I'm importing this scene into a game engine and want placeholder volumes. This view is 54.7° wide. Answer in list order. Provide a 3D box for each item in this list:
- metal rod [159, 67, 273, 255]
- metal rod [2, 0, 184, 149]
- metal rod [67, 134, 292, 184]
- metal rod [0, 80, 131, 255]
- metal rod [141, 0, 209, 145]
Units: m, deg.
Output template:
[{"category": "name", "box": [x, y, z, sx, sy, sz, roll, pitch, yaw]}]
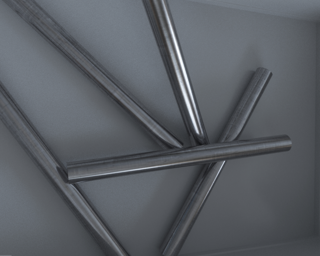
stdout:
[{"category": "metal rod", "box": [0.084, 0.043, 0.441, 0.025, 0.025, 0.300, 34, 79, -17]}, {"category": "metal rod", "box": [-0.083, -0.071, 0.379, 0.300, 0.025, 0.025, 43, 77, -15]}, {"category": "metal rod", "box": [0.038, 0.036, 0.398, 0.302, 0.025, 0.025, -6, 92, -19]}, {"category": "metal rod", "box": [-0.127, 0.046, 0.363, 0.025, 0.025, 0.299, -37, 102, -16]}, {"category": "metal rod", "box": [0.013, -0.084, 0.348, 0.025, 0.025, 0.299, -34, 127, -17]}]
